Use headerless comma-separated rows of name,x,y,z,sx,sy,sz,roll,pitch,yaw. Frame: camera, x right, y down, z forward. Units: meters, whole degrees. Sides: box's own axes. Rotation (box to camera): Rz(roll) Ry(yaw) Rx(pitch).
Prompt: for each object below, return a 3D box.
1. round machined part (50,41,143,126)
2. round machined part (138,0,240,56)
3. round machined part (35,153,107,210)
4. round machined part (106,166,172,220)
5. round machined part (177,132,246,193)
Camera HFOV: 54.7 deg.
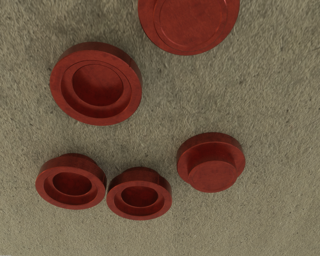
round machined part,-0.069,-0.053,0.350,0.099,0.042,0.097,0,130,0
round machined part,0.028,-0.114,0.299,0.099,0.042,0.097,0,130,0
round machined part,-0.128,0.075,0.459,0.099,0.042,0.097,0,130,0
round machined part,-0.031,0.097,0.478,0.099,0.042,0.097,0,130,0
round machined part,0.073,0.056,0.444,0.099,0.042,0.097,0,130,0
